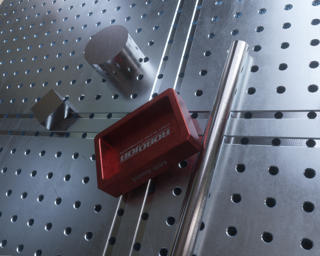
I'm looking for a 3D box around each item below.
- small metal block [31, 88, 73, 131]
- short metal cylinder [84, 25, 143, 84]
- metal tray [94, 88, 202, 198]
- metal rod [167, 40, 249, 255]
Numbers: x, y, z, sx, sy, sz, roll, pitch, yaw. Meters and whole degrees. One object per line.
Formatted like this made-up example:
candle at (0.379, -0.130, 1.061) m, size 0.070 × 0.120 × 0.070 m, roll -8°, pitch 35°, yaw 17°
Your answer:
small metal block at (-0.182, -0.031, 0.520) m, size 0.050 × 0.025 × 0.050 m, roll -45°, pitch 51°, yaw -3°
short metal cylinder at (-0.074, -0.119, 0.503) m, size 0.080 × 0.050 × 0.080 m, roll -13°, pitch 56°, yaw 20°
metal tray at (-0.021, 0.018, 0.387) m, size 0.130 × 0.030 × 0.090 m, roll -31°, pitch 45°, yaw 16°
metal rod at (0.060, 0.021, 0.362) m, size 0.025 × 0.025 × 0.300 m, roll 6°, pitch 65°, yaw 31°
